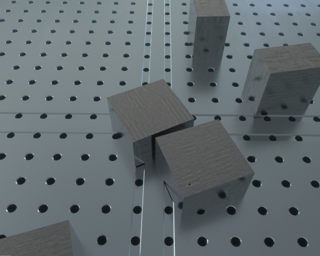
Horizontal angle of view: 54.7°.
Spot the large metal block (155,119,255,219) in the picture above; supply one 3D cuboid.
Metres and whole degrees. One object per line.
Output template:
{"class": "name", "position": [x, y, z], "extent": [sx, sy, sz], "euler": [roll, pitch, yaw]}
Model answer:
{"class": "large metal block", "position": [0.046, 0.045, 0.355], "extent": [0.081, 0.050, 0.080], "euler": [-16, 52, -14]}

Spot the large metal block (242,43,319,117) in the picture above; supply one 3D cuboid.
{"class": "large metal block", "position": [0.169, -0.066, 0.429], "extent": [0.081, 0.080, 0.050], "euler": [-8, 51, -8]}

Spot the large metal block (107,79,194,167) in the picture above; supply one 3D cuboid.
{"class": "large metal block", "position": [-0.013, -0.009, 0.399], "extent": [0.081, 0.050, 0.080], "euler": [-21, 53, -17]}

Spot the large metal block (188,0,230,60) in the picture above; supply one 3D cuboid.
{"class": "large metal block", "position": [0.078, -0.172, 0.517], "extent": [0.050, 0.080, 0.080], "euler": [-2, 50, -2]}

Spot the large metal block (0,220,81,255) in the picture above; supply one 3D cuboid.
{"class": "large metal block", "position": [-0.111, 0.139, 0.273], "extent": [0.081, 0.050, 0.080], "euler": [-13, 51, -11]}
